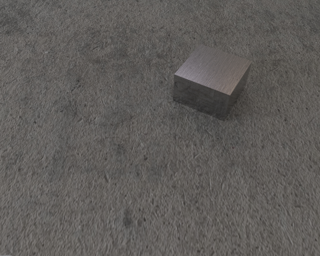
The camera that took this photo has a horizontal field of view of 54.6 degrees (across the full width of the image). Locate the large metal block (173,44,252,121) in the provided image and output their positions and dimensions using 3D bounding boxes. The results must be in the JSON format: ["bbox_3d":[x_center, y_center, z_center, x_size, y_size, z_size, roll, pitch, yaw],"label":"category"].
[{"bbox_3d":[0.074,-0.067,0.444,0.080,0.050,0.080,24,54,19],"label":"large metal block"}]
